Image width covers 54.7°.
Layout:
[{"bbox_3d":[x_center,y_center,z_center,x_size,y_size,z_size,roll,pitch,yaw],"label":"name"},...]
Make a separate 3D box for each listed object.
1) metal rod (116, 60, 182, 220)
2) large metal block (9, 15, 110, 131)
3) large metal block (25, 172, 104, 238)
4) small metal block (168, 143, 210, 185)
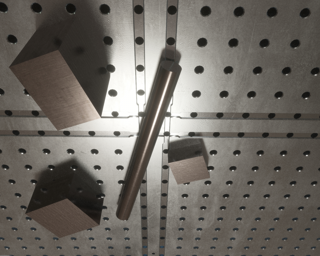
[{"bbox_3d":[-0.026,0.040,0.444,0.025,0.025,0.298,11,129,-10],"label":"metal rod"},{"bbox_3d":[-0.097,-0.058,0.325,0.050,0.080,0.080,-16,129,12],"label":"large metal block"},{"bbox_3d":[-0.151,0.127,0.501,0.080,0.050,0.080,-22,127,17],"label":"large metal block"},{"bbox_3d":[0.043,0.054,0.458,0.050,0.025,0.050,-14,129,11],"label":"small metal block"}]
